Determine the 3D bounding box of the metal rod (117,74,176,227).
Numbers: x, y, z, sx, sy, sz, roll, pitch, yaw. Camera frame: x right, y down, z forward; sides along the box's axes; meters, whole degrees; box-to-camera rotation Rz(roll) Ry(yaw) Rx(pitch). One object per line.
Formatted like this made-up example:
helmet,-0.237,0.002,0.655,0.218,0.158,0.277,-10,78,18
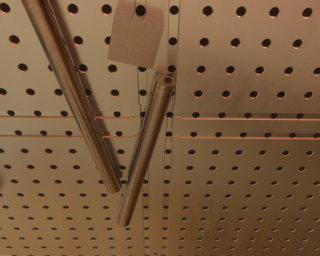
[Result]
metal rod,-0.029,0.054,0.457,0.025,0.025,0.298,11,130,-9

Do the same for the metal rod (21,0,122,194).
metal rod,-0.098,-0.018,0.394,0.025,0.025,0.298,-8,130,6

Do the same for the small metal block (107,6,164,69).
small metal block,-0.026,-0.095,0.330,0.050,0.025,0.050,11,129,-9
